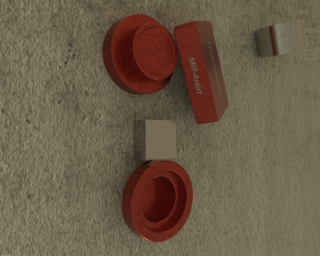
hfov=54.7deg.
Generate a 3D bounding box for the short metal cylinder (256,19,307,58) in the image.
[{"bbox_3d":[0.216,-0.159,0.553,0.081,0.080,0.050,-22,105,-38],"label":"short metal cylinder"}]

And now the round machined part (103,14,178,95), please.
[{"bbox_3d":[-0.017,-0.091,0.381,0.099,0.042,0.097,0,90,-40],"label":"round machined part"}]

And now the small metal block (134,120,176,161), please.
[{"bbox_3d":[-0.006,0.015,0.401,0.050,0.025,0.050,1,88,-40],"label":"small metal block"}]

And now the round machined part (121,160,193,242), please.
[{"bbox_3d":[-0.008,0.088,0.390,0.099,0.042,0.097,-1,91,-40],"label":"round machined part"}]

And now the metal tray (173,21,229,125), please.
[{"bbox_3d":[0.061,-0.079,0.430,0.090,0.030,0.129,-41,118,-62],"label":"metal tray"}]
